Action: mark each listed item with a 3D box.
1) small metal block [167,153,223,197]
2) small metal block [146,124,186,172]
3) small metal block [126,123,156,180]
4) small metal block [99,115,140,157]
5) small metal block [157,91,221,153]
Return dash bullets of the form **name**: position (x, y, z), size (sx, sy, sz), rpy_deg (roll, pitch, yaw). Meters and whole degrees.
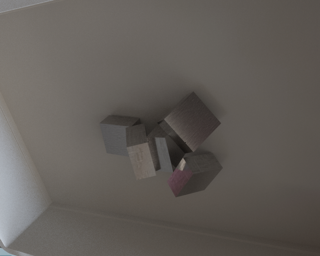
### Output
- **small metal block**: position (0.044, 0.061, 0.400), size (0.025, 0.050, 0.050), rpy_deg (58, 136, 32)
- **small metal block**: position (0.010, 0.021, 0.397), size (0.025, 0.050, 0.050), rpy_deg (1, 119, 27)
- **small metal block**: position (-0.025, 0.029, 0.397), size (0.025, 0.050, 0.050), rpy_deg (-14, 119, -1)
- **small metal block**: position (-0.053, 0.012, 0.438), size (0.050, 0.025, 0.050), rpy_deg (6, 121, 24)
- **small metal block**: position (0.034, -0.006, 0.364), size (0.050, 0.050, 0.025), rpy_deg (48, 161, -6)
